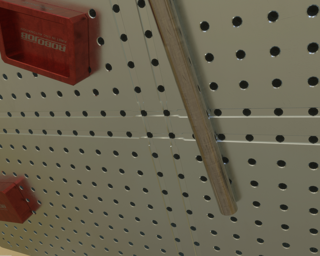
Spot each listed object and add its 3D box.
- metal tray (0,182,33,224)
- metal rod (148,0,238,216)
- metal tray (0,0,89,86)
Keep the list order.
[{"bbox_3d":[-0.360,0.168,0.702,0.130,0.030,0.090,-4,116,30],"label":"metal tray"},{"bbox_3d":[0.046,-0.017,0.376,0.025,0.025,0.299,-7,115,31],"label":"metal rod"},{"bbox_3d":[-0.160,-0.119,0.418,0.130,0.030,0.089,19,126,16],"label":"metal tray"}]
